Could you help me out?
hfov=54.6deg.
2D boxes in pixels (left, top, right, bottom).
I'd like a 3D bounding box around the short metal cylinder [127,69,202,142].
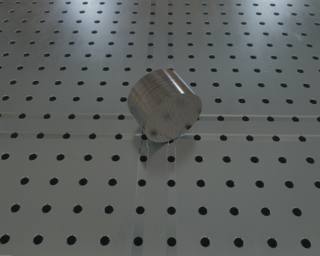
[{"bbox_3d":[0.006,-0.028,0.394,0.081,0.080,0.050,-22,53,-18],"label":"short metal cylinder"}]
